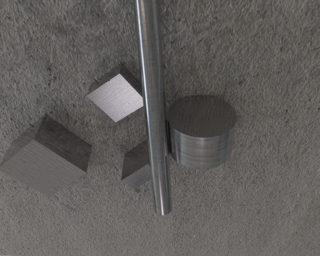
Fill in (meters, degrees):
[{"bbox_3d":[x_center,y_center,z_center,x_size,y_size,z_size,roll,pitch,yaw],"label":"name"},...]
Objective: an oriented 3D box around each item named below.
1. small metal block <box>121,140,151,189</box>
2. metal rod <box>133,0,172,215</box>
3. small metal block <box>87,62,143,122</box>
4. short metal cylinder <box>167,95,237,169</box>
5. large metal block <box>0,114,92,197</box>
[{"bbox_3d":[-0.025,0.049,0.433,0.050,0.050,0.025,-34,122,25],"label":"small metal block"},{"bbox_3d":[-0.006,-0.021,0.349,0.025,0.025,0.298,-3,118,2],"label":"metal rod"},{"bbox_3d":[-0.050,-0.041,0.372,0.050,0.025,0.050,-29,125,22],"label":"small metal block"},{"bbox_3d":[0.049,0.003,0.375,0.080,0.080,0.050,-2,130,1],"label":"short metal cylinder"},{"bbox_3d":[-0.154,0.040,0.423,0.080,0.050,0.080,-34,123,25],"label":"large metal block"}]
